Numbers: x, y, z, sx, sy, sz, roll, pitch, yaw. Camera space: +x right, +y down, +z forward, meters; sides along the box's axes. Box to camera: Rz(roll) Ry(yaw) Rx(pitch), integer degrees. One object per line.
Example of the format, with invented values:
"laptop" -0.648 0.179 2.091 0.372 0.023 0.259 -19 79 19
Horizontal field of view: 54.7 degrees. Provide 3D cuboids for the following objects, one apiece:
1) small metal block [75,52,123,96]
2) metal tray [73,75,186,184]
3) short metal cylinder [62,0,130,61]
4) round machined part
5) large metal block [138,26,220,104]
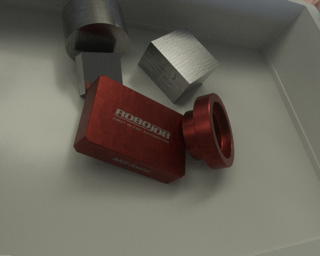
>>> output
"small metal block" -0.077 -0.068 0.394 0.050 0.025 0.050 -7 93 -32
"metal tray" -0.028 0.004 0.369 0.131 0.030 0.090 25 52 -28
"short metal cylinder" -0.084 -0.125 0.403 0.081 0.080 0.050 0 62 -29
"round machined part" 0.062 0.006 0.406 0.098 0.042 0.098 39 44 -52
"large metal block" 0.029 -0.096 0.465 0.080 0.050 0.081 49 51 6
